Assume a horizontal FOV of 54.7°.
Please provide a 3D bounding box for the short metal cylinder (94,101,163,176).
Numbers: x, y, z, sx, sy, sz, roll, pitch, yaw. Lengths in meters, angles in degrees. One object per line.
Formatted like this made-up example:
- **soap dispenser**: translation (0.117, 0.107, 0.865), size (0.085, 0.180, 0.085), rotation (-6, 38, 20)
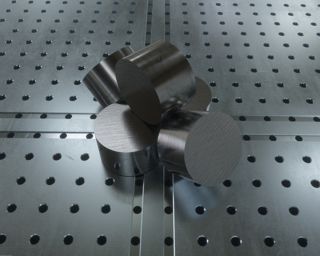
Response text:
- **short metal cylinder**: translation (-0.037, 0.012, 0.380), size (0.081, 0.050, 0.080), rotation (0, 50, 0)

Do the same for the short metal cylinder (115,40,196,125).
- **short metal cylinder**: translation (-0.006, -0.051, 0.348), size (0.050, 0.080, 0.080), rotation (-34, 58, -25)

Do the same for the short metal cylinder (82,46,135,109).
- **short metal cylinder**: translation (-0.055, -0.065, 0.417), size (0.080, 0.080, 0.050), rotation (-39, 94, -28)

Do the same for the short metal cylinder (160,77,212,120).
- **short metal cylinder**: translation (0.026, -0.028, 0.415), size (0.081, 0.050, 0.080), rotation (0, 50, 0)

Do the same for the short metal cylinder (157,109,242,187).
- **short metal cylinder**: translation (0.044, 0.020, 0.346), size (0.080, 0.080, 0.050), rotation (-33, 22, -25)
